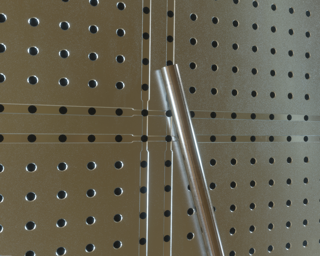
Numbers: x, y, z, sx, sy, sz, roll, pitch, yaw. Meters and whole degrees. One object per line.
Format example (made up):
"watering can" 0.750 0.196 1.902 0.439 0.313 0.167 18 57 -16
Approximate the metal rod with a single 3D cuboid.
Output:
"metal rod" 0.049 0.061 0.430 0.025 0.025 0.299 -16 96 -19
